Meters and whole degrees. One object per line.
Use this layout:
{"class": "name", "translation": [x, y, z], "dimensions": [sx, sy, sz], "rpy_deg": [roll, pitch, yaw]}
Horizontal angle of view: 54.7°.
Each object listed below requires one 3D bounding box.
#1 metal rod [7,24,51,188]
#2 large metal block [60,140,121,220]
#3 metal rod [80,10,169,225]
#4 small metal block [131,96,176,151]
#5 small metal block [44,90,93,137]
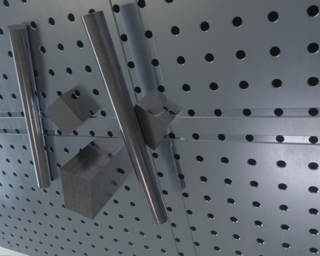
{"class": "metal rod", "translation": [-0.209, -0.017, 0.511], "dimensions": [0.025, 0.025, 0.298], "rpy_deg": [18, 126, 18]}
{"class": "large metal block", "translation": [-0.104, 0.078, 0.479], "dimensions": [0.050, 0.080, 0.079], "rpy_deg": [18, 125, 18]}
{"class": "metal rod", "translation": [-0.037, 0.005, 0.401], "dimensions": [0.025, 0.025, 0.298], "rpy_deg": [-2, 118, 29]}
{"class": "small metal block", "translation": [-0.014, -0.006, 0.415], "dimensions": [0.050, 0.025, 0.050], "rpy_deg": [33, 129, 6]}
{"class": "small metal block", "translation": [-0.140, -0.022, 0.472], "dimensions": [0.050, 0.025, 0.050], "rpy_deg": [-34, 100, 38]}
